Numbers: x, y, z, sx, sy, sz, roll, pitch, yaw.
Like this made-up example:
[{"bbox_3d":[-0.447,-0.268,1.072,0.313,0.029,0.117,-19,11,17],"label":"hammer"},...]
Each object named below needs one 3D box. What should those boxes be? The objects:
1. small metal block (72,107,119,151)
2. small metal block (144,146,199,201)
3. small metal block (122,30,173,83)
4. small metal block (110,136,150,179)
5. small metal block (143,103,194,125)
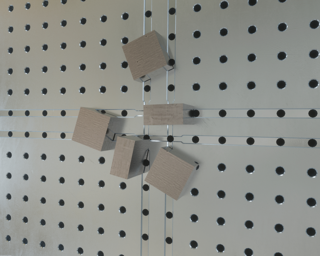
[{"bbox_3d":[-0.093,0.001,0.446,0.050,0.025,0.050,19,96,19],"label":"small metal block"},{"bbox_3d":[0.015,0.058,0.408,0.050,0.025,0.050,29,99,17],"label":"small metal block"},{"bbox_3d":[-0.017,-0.096,0.419,0.050,0.025,0.050,-22,83,18],"label":"small metal block"},{"bbox_3d":[-0.039,0.037,0.414,0.025,0.050,0.050,13,95,19],"label":"small metal block"},{"bbox_3d":[0.012,-0.016,0.395,0.050,0.050,0.025,-1,90,20],"label":"small metal block"}]
